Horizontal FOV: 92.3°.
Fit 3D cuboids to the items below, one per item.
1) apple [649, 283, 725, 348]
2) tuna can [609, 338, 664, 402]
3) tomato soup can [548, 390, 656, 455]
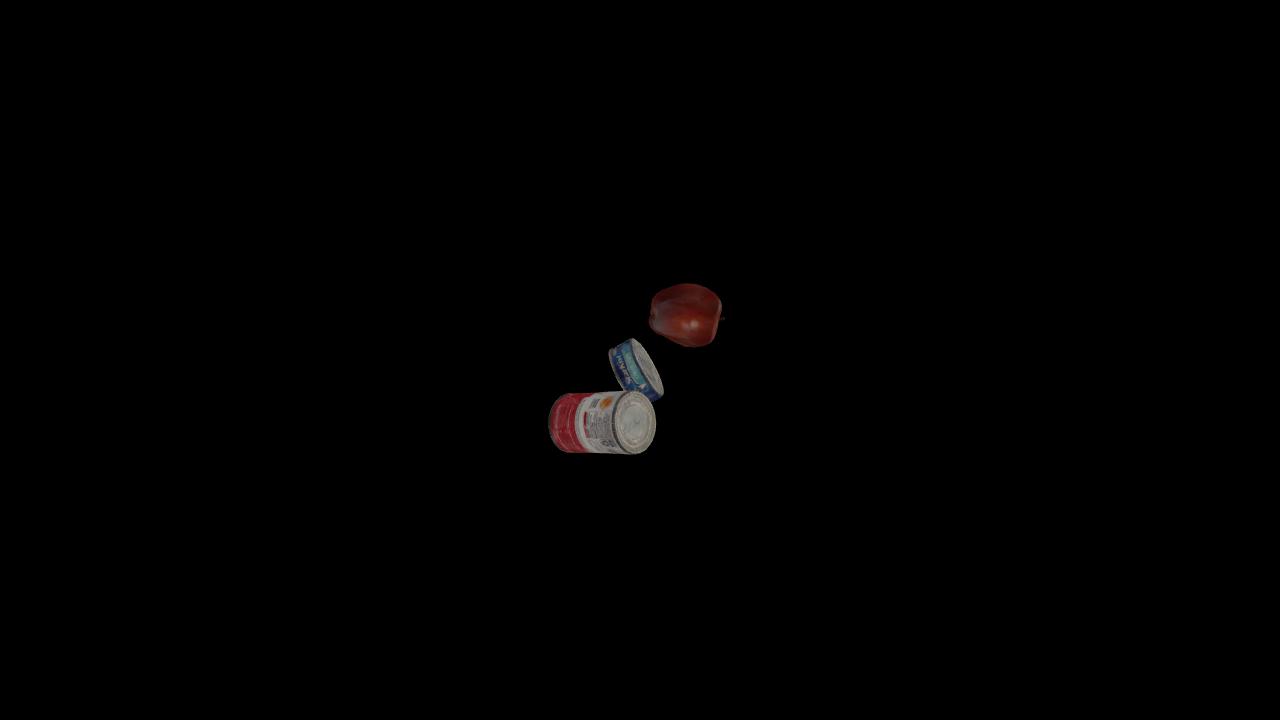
[{"bbox_3d":[0.059,-0.056,0.763,0.093,0.079,0.079,9,0,2],"label":"apple"},{"bbox_3d":[-0.003,0.016,0.767,0.034,0.084,0.084,-28,-6,12],"label":"tuna can"},{"bbox_3d":[-0.041,0.067,0.661,0.101,0.068,0.068,-6,-4,42],"label":"tomato soup can"}]
